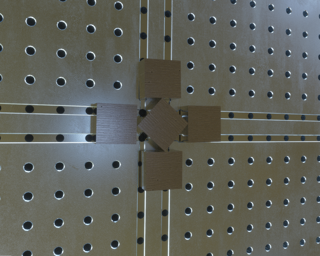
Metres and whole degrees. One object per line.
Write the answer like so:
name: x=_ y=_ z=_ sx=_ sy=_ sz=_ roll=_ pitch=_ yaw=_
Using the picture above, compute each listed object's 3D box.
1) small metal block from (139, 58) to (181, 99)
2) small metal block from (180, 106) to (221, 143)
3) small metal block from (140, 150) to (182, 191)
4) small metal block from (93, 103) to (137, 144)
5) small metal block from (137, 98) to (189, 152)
small metal block: x=0.000 y=-0.064 z=0.413 sx=0.050 sy=0.025 sz=0.050 roll=-1 pitch=90 yaw=-21
small metal block: x=0.057 y=-0.006 z=0.435 sx=0.050 sy=0.025 sz=0.050 roll=0 pitch=90 yaw=-21
small metal block: x=0.002 y=0.056 z=0.414 sx=0.050 sy=0.025 sz=0.050 roll=0 pitch=90 yaw=-21
small metal block: x=-0.057 y=-0.005 z=0.392 sx=0.050 sy=0.025 sz=0.050 roll=1 pitch=90 yaw=-21
small metal block: x=0.001 y=-0.004 z=0.413 sx=0.050 sy=0.025 sz=0.050 roll=44 pitch=76 yaw=-15
